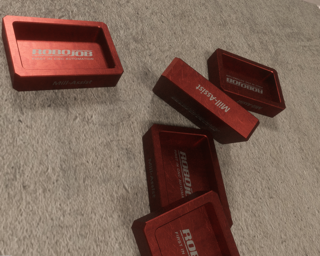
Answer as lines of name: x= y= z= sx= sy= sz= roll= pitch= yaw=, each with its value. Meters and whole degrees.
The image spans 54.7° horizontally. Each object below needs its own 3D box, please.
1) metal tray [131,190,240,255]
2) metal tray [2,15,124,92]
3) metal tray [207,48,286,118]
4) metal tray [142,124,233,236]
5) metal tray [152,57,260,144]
metal tray: x=0.036 y=0.139 z=0.309 sx=0.091 sy=0.030 sz=0.129 roll=-18 pitch=86 yaw=-29
metal tray: x=-0.121 y=-0.095 z=0.393 sx=0.131 sy=0.030 sz=0.090 roll=-8 pitch=66 yaw=-32
metal tray: x=0.147 y=-0.076 z=0.528 sx=0.131 sy=0.030 sz=0.090 roll=14 pitch=56 yaw=-21
metal tray: x=0.031 y=0.062 z=0.381 sx=0.091 sy=0.030 sz=0.130 roll=6 pitch=59 yaw=-25
metal tray: x=0.055 y=-0.030 z=0.410 sx=0.130 sy=0.090 sz=0.030 roll=37 pitch=80 yaw=-4
